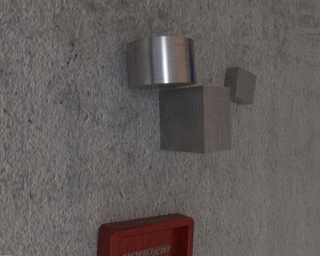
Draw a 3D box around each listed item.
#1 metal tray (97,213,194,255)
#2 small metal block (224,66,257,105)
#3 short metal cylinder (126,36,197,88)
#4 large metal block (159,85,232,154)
[{"bbox_3d":[-0.015,0.162,0.389,0.131,0.030,0.089,5,87,-40],"label":"metal tray"},{"bbox_3d":[0.133,-0.069,0.516,0.050,0.025,0.050,15,81,-39],"label":"small metal block"},{"bbox_3d":[0.002,-0.075,0.370,0.081,0.080,0.050,-6,94,-40],"label":"short metal cylinder"},{"bbox_3d":[0.045,-0.011,0.406,0.050,0.080,0.079,-3,92,-40],"label":"large metal block"}]
